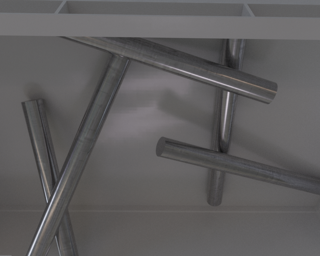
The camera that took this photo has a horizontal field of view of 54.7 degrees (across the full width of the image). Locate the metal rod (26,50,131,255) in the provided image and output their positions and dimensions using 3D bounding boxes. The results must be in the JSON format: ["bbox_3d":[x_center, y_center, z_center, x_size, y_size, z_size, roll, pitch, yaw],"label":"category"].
[{"bbox_3d":[-0.104,0.049,0.372,0.025,0.025,0.298,22,103,-17],"label":"metal rod"}]

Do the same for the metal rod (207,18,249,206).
[{"bbox_3d":[0.084,0.005,0.414,0.025,0.025,0.298,-2,130,1],"label":"metal rod"}]

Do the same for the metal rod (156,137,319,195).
[{"bbox_3d":[0.134,0.060,0.436,0.302,0.025,0.025,16,129,-23],"label":"metal rod"}]

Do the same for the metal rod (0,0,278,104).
[{"bbox_3d":[-0.023,-0.081,0.320,0.302,0.025,0.025,17,128,-7],"label":"metal rod"}]

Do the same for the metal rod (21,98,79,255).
[{"bbox_3d":[-0.136,0.110,0.413,0.025,0.025,0.298,-7,102,6],"label":"metal rod"}]
